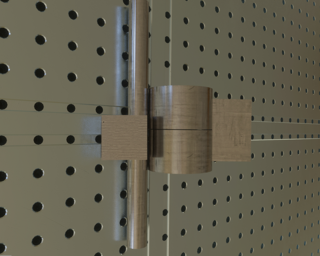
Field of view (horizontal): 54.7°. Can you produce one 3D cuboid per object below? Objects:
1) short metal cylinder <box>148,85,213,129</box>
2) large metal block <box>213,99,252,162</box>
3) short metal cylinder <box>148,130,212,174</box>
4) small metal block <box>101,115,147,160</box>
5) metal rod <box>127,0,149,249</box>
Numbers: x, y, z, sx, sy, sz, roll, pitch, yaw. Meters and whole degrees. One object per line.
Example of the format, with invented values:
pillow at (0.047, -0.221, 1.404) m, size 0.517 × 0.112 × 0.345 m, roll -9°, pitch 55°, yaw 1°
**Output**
short metal cylinder at (0.025, -0.023, 0.390) m, size 0.081 × 0.080 × 0.050 m, roll 1°, pitch 90°, yaw -40°
large metal block at (0.090, 0.003, 0.435) m, size 0.050 × 0.080 × 0.079 m, roll 1°, pitch 90°, yaw -2°
short metal cylinder at (0.025, 0.027, 0.390) m, size 0.081 × 0.080 × 0.050 m, roll 1°, pitch 90°, yaw -40°
small metal block at (-0.041, 0.011, 0.356) m, size 0.050 × 0.025 × 0.050 m, roll 0°, pitch 89°, yaw -5°
metal rod at (-0.027, -0.005, 0.381) m, size 0.025 × 0.025 × 0.298 m, roll 1°, pitch 90°, yaw -40°
